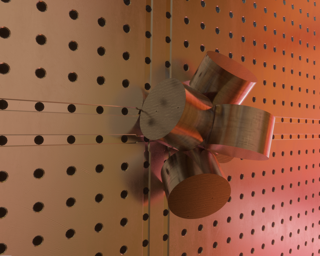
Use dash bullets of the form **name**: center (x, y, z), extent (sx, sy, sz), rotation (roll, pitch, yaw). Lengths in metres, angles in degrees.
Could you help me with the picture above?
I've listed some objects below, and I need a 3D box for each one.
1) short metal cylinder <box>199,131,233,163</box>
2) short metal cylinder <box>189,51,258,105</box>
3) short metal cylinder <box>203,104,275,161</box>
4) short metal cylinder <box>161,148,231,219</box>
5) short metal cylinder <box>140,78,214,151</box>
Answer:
- **short metal cylinder**: center (0.074, 0.010, 0.453), extent (0.081, 0.050, 0.080), rotation (1, 88, -39)
- **short metal cylinder**: center (0.089, -0.066, 0.438), extent (0.081, 0.080, 0.050), rotation (3, 128, -40)
- **short metal cylinder**: center (0.099, 0.007, 0.390), extent (0.080, 0.080, 0.050), rotation (22, 76, -38)
- **short metal cylinder**: center (0.045, 0.072, 0.403), extent (0.081, 0.050, 0.079), rotation (-6, 125, -8)
- **short metal cylinder**: center (0.020, -0.016, 0.389), extent (0.050, 0.080, 0.080), rotation (24, 75, -38)
